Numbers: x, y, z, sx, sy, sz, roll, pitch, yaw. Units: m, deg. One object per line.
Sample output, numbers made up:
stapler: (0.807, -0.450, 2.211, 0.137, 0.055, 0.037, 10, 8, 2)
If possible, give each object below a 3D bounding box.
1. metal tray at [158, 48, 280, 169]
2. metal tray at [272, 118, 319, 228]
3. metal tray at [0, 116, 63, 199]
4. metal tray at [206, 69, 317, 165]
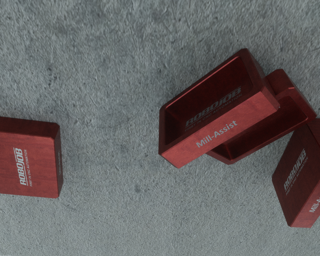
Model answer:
metal tray: (0.057, -0.022, 0.345, 0.130, 0.090, 0.030, -34, 121, 25)
metal tray: (0.197, 0.062, 0.418, 0.030, 0.090, 0.129, 4, 130, -3)
metal tray: (-0.190, 0.046, 0.441, 0.091, 0.030, 0.129, 7, 130, -6)
metal tray: (0.113, -0.007, 0.381, 0.130, 0.030, 0.090, -35, 140, 26)
